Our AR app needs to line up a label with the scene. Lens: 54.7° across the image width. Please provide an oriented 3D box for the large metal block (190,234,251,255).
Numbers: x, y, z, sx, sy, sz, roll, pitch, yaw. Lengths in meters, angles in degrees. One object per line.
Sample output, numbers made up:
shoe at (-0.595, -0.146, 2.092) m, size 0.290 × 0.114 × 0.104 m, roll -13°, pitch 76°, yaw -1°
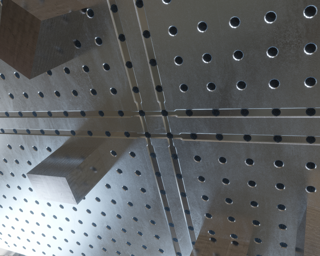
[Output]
large metal block at (0.097, 0.218, 0.478) m, size 0.080 × 0.050 × 0.080 m, roll 0°, pitch 118°, yaw 28°

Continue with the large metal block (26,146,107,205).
large metal block at (-0.146, 0.072, 0.495) m, size 0.080 × 0.080 × 0.050 m, roll 0°, pitch 118°, yaw 28°

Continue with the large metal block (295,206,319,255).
large metal block at (0.205, 0.147, 0.359) m, size 0.080 × 0.080 × 0.050 m, roll 14°, pitch 124°, yaw 20°

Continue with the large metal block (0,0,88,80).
large metal block at (-0.142, -0.117, 0.376) m, size 0.050 × 0.080 × 0.079 m, roll 35°, pitch 129°, yaw 4°
